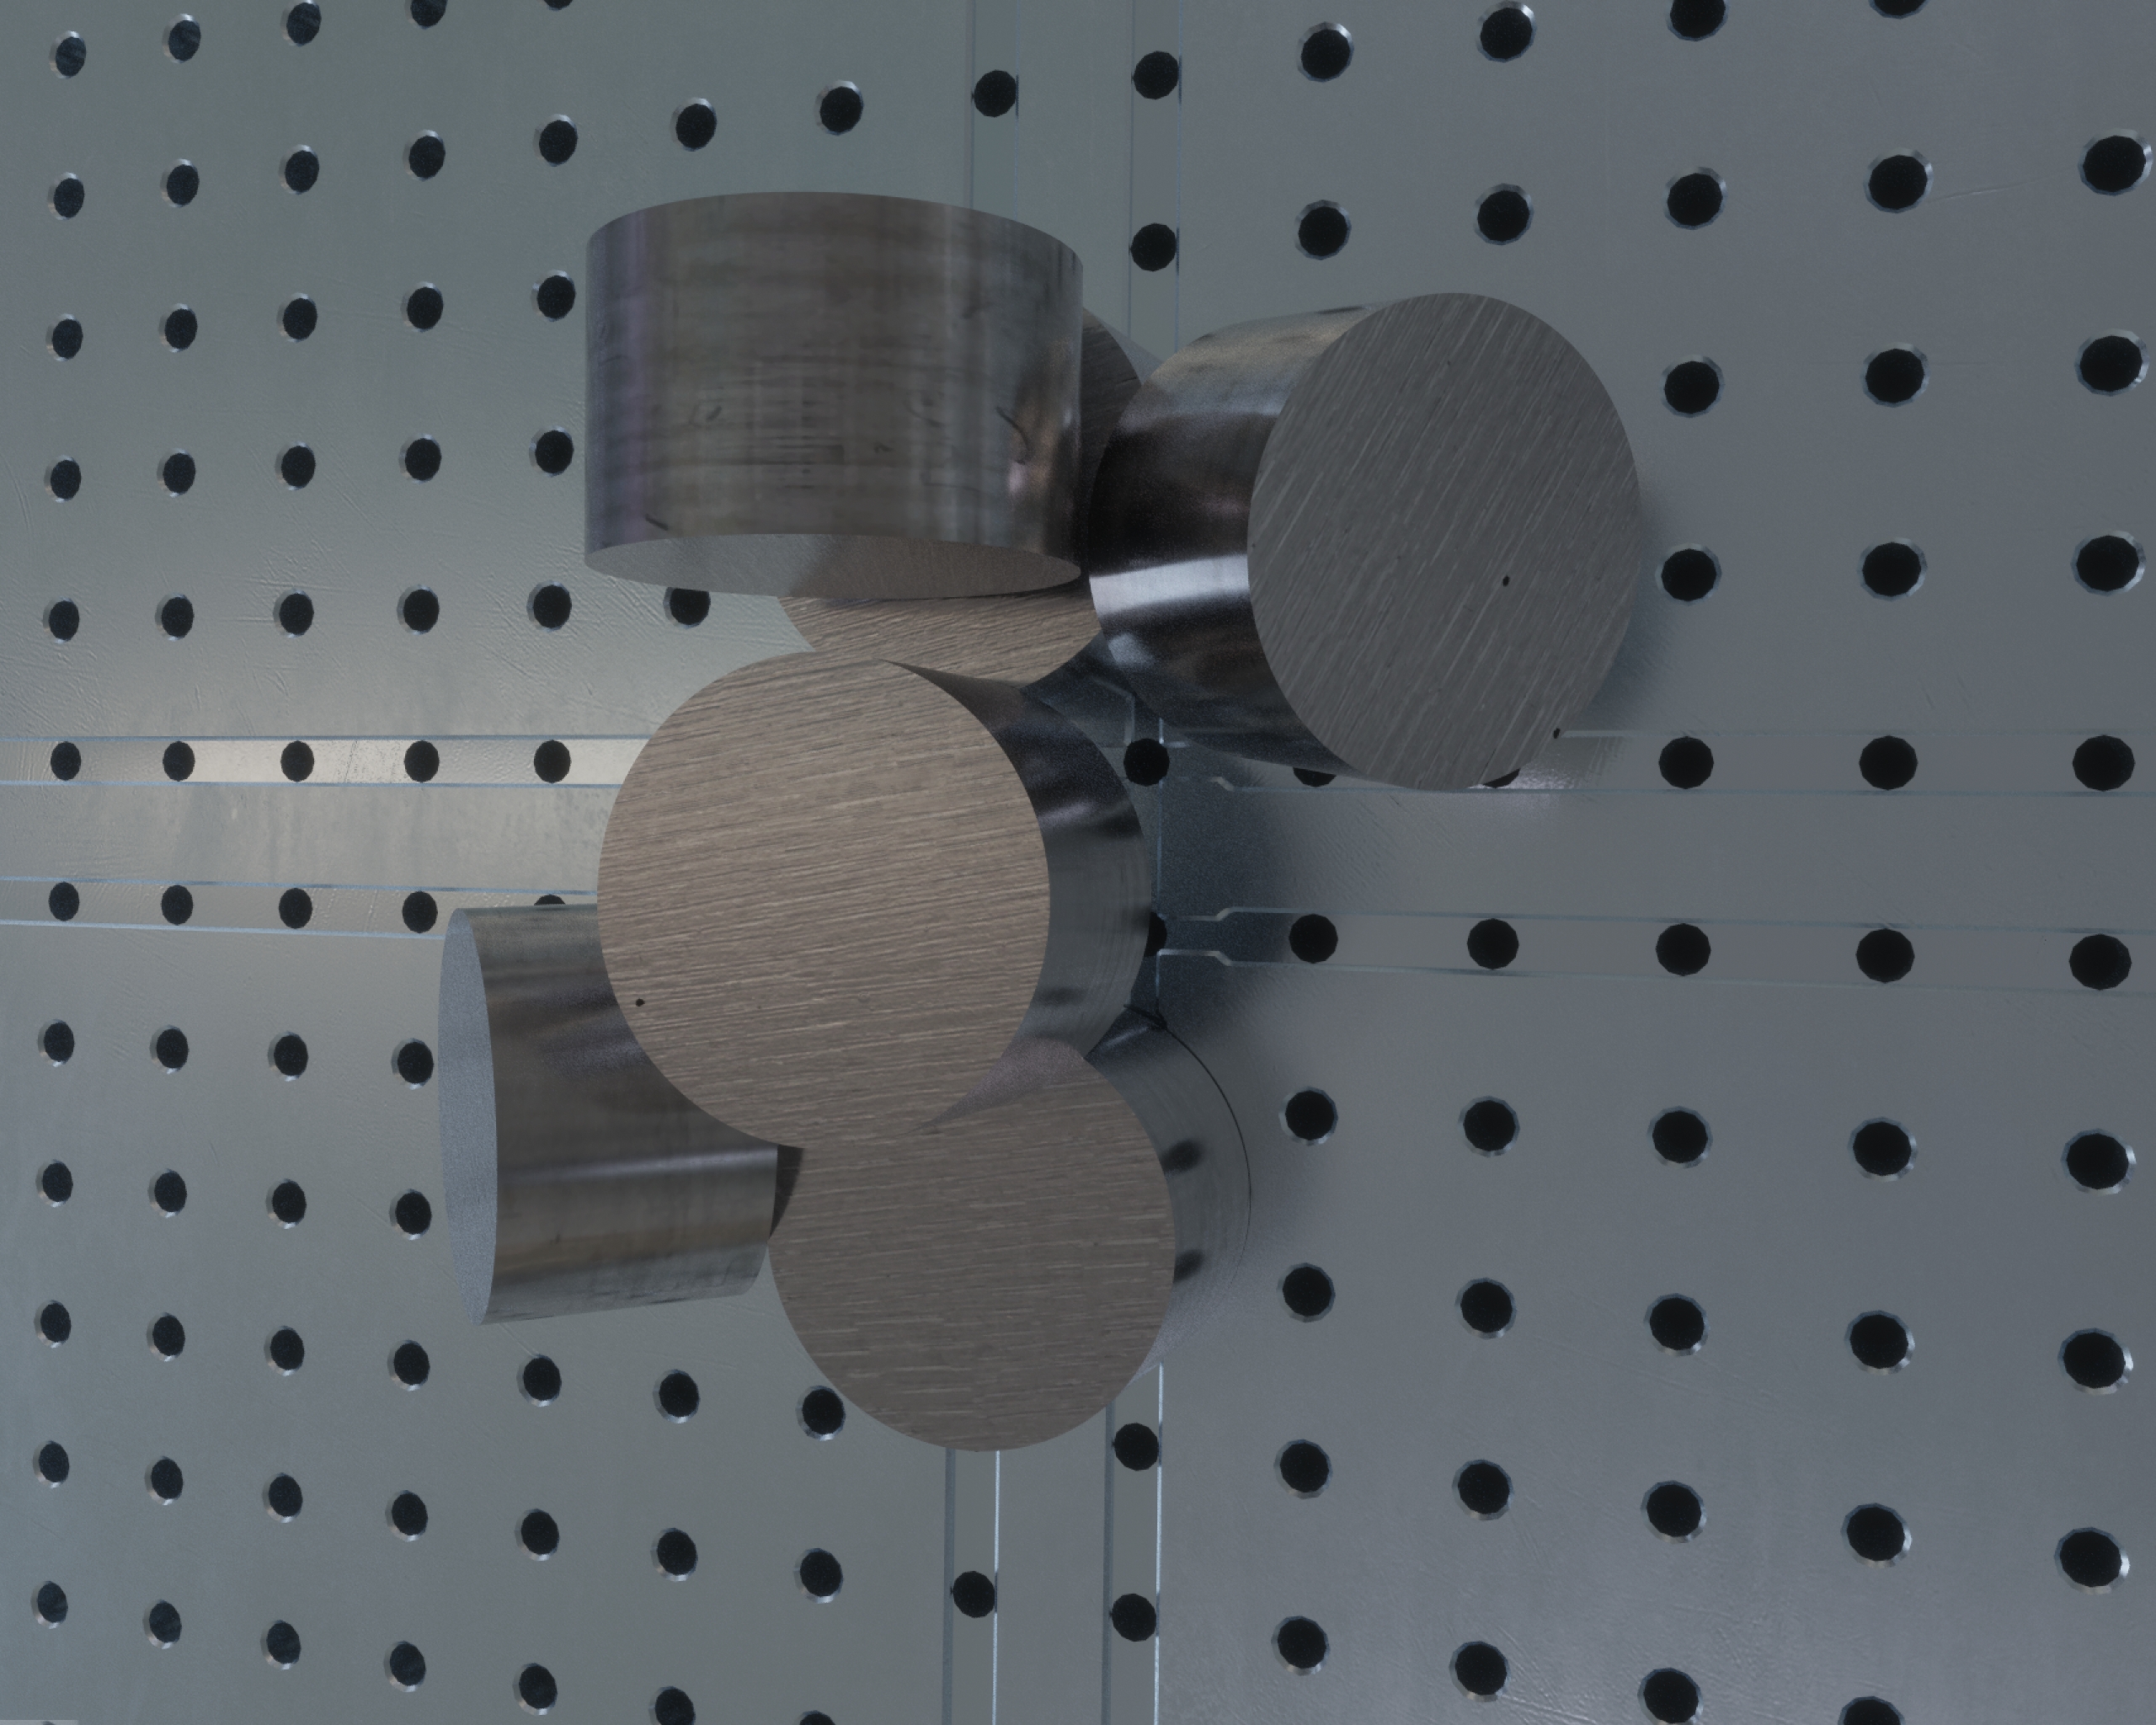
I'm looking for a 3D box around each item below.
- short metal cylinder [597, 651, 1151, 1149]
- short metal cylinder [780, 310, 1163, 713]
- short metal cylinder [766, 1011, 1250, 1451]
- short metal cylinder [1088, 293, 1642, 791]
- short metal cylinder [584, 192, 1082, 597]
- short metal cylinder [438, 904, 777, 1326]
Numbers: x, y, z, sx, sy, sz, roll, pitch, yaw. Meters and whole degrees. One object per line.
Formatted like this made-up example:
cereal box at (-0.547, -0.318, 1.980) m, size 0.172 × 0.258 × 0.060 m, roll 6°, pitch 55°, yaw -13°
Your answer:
short metal cylinder at (-0.033, 0.006, 0.357) m, size 0.080 × 0.050 × 0.079 m, roll 0°, pitch 90°, yaw 20°
short metal cylinder at (-0.015, -0.069, 0.404) m, size 0.080 × 0.050 × 0.079 m, roll 0°, pitch 91°, yaw 20°
short metal cylinder at (-0.012, 0.067, 0.403) m, size 0.080 × 0.050 × 0.079 m, roll 0°, pitch 91°, yaw 19°
short metal cylinder at (0.049, -0.055, 0.359) m, size 0.050 × 0.081 × 0.079 m, roll 16°, pitch 97°, yaw 60°
short metal cylinder at (-0.040, -0.073, 0.343) m, size 0.080 × 0.080 × 0.050 m, roll 1°, pitch 90°, yaw 20°
short metal cylinder at (-0.095, 0.048, 0.411) m, size 0.050 × 0.080 × 0.080 m, roll -2°, pitch 89°, yaw -24°
